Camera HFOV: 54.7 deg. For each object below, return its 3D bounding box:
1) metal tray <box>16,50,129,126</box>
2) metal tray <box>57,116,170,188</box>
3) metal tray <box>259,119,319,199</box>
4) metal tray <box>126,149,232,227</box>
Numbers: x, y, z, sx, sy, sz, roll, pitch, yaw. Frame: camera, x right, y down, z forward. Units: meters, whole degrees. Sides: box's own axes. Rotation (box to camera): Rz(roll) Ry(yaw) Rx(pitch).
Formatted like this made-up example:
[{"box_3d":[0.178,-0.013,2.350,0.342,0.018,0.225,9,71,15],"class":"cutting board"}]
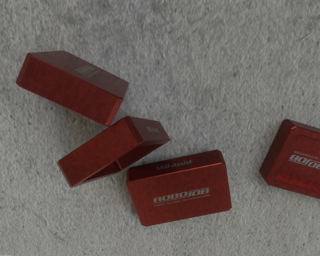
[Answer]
[{"box_3d":[-0.083,-0.048,0.333,0.090,0.130,0.030,25,102,-9],"class":"metal tray"},{"box_3d":[-0.045,0.025,0.362,0.090,0.130,0.030,-33,81,11],"class":"metal tray"},{"box_3d":[0.217,0.049,0.428,0.131,0.030,0.089,16,109,-7],"class":"metal tray"},{"box_3d":[0.028,0.085,0.429,0.131,0.030,0.089,-12,122,4],"class":"metal tray"}]
